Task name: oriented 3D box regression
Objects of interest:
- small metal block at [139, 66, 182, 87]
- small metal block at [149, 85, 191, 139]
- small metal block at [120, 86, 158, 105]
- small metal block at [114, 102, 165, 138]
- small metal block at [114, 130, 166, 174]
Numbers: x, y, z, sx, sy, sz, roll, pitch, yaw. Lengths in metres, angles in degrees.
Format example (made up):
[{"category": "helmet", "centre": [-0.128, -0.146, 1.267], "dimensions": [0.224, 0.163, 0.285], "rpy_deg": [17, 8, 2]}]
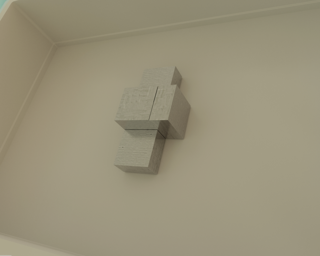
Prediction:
[{"category": "small metal block", "centre": [-0.001, -0.058, 0.440], "dimensions": [0.050, 0.025, 0.050], "rpy_deg": [0, 62, 28]}, {"category": "small metal block", "centre": [0.014, -0.019, 0.392], "dimensions": [0.025, 0.050, 0.050], "rpy_deg": [0, 62, 28]}, {"category": "small metal block", "centre": [-0.017, -0.031, 0.415], "dimensions": [0.050, 0.050, 0.025], "rpy_deg": [0, 62, 28]}, {"category": "small metal block", "centre": [-0.022, -0.009, 0.405], "dimensions": [0.050, 0.050, 0.025], "rpy_deg": [0, 62, 28]}, {"category": "small metal block", "centre": [-0.026, 0.030, 0.398], "dimensions": [0.050, 0.025, 0.050], "rpy_deg": [0, 62, 28]}]
